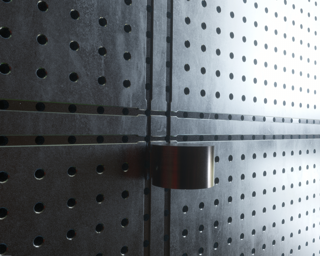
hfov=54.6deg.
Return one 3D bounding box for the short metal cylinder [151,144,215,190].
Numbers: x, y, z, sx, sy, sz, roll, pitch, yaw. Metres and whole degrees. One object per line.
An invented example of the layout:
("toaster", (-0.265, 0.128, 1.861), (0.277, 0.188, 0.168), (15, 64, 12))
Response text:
("short metal cylinder", (0.029, 0.046, 0.397), (0.081, 0.080, 0.050), (1, 89, -40))
